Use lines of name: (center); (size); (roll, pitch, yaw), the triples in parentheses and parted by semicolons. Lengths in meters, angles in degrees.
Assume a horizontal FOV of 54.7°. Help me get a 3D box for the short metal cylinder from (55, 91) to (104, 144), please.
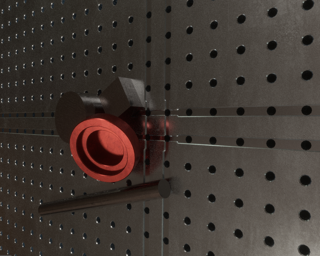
short metal cylinder: (-0.122, -0.016, 0.491); (0.080, 0.050, 0.079); (0, 90, 39)

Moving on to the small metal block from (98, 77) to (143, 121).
small metal block: (-0.058, -0.039, 0.455); (0.050, 0.025, 0.050); (-37, 68, 33)

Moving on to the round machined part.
round machined part: (-0.073, 0.024, 0.438); (0.098, 0.042, 0.097); (7, 114, 15)

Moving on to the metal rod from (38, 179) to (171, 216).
metal rod: (-0.106, 0.117, 0.494); (0.300, 0.025, 0.025); (-19, 78, 38)
